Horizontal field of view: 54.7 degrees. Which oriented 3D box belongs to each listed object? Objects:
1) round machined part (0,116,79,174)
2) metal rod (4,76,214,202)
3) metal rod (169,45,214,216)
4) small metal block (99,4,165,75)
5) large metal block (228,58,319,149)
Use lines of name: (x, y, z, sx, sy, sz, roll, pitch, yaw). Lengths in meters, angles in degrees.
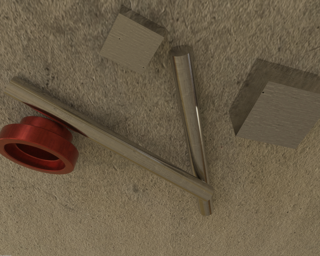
round machined part: (-0.152, 0.020, 0.397, 0.099, 0.042, 0.098, 9, 150, 6)
metal rod: (-0.052, 0.023, 0.408, 0.301, 0.025, 0.025, 31, 124, -18)
metal rod: (0.050, 0.027, 0.431, 0.025, 0.025, 0.298, -9, 130, 7)
small metal block: (-0.030, -0.092, 0.328, 0.050, 0.025, 0.050, 23, 126, -19)
large metal block: (0.140, -0.027, 0.370, 0.081, 0.050, 0.079, 12, 129, -11)
